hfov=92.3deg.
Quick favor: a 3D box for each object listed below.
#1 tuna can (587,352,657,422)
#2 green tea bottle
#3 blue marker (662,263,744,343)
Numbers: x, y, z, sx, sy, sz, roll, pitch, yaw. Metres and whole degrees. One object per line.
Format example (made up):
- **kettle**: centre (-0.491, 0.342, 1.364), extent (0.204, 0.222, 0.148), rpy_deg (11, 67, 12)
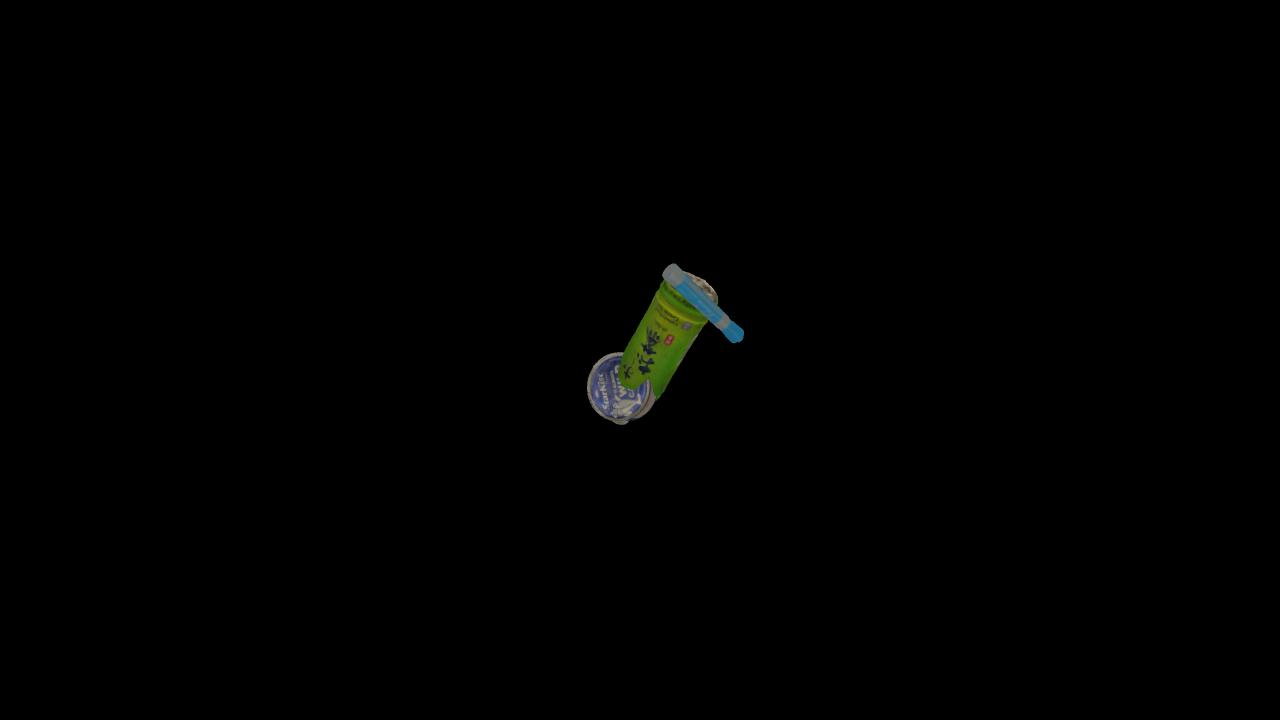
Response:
- **tuna can**: centre (-0.021, 0.033, 0.756), extent (0.084, 0.084, 0.034), rpy_deg (0, -5, 23)
- **green tea bottle**: centre (0.017, -0.005, 0.746), extent (0.073, 0.212, 0.073), rpy_deg (21, 29, -12)
- **blue marker**: centre (0.069, -0.056, 0.640), extent (0.121, 0.020, 0.020), rpy_deg (39, -22, -30)
